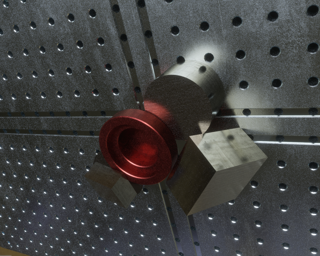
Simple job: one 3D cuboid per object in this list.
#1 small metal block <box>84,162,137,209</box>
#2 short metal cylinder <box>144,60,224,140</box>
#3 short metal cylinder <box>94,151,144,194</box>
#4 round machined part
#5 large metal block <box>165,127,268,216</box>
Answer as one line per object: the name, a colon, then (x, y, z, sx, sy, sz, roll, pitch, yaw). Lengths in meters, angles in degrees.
small metal block: (-0.065, 0.076, 0.412, 0.050, 0.025, 0.050, 15, 145, 34)
short metal cylinder: (0.029, -0.033, 0.360, 0.080, 0.050, 0.079, 13, 124, 21)
short metal cylinder: (-0.049, 0.053, 0.453, 0.080, 0.050, 0.079, 13, 124, 21)
round machined part: (-0.023, 0.020, 0.386, 0.098, 0.042, 0.097, 13, 124, 21)
large metal block: (0.064, 0.050, 0.364, 0.050, 0.081, 0.079, 55, 138, 34)
